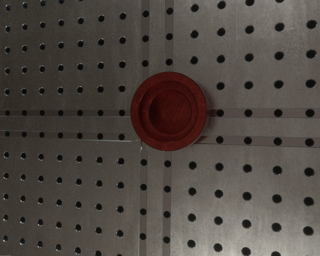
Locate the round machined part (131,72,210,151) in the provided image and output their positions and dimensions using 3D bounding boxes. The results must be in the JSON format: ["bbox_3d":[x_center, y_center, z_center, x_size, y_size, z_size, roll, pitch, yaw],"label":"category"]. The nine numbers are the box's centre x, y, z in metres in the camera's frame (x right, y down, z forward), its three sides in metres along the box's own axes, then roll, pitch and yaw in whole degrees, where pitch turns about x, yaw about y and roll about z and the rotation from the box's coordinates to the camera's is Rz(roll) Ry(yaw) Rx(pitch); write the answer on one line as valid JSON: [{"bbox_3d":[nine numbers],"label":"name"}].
[{"bbox_3d":[0.016,-0.020,0.397,0.098,0.042,0.097,0,90,19],"label":"round machined part"}]
